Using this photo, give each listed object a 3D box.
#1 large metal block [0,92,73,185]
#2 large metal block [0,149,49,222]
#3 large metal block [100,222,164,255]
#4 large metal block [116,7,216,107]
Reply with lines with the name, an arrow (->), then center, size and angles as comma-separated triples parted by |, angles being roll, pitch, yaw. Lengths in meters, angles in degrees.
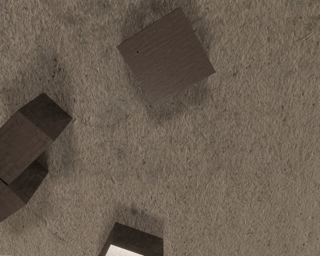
large metal block -> -0.164, 0.010, 0.382 | 0.080, 0.080, 0.050 | -41, 105, 13
large metal block -> -0.207, 0.081, 0.407 | 0.080, 0.080, 0.050 | -34, 107, 11
large metal block -> -0.048, 0.202, 0.470 | 0.080, 0.050, 0.079 | 23, 108, -9
large metal block -> 0.008, -0.084, 0.366 | 0.080, 0.050, 0.080 | -29, 108, 10
